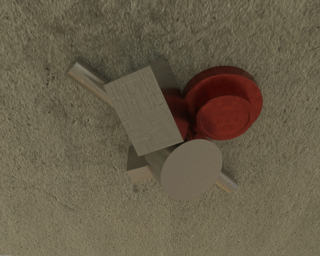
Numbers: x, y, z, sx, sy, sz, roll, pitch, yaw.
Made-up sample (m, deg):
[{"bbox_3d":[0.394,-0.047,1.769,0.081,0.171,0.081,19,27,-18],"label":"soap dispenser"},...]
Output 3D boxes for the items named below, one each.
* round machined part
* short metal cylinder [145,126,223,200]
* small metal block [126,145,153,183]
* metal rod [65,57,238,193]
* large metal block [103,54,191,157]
[{"bbox_3d":[0.076,-0.023,0.378,0.099,0.042,0.097,-1,130,0],"label":"round machined part"},{"bbox_3d":[0.028,0.040,0.378,0.081,0.050,0.079,-10,115,-21],"label":"short metal cylinder"},{"bbox_3d":[-0.017,0.043,0.430,0.050,0.050,0.025,-17,128,13],"label":"small metal block"},{"bbox_3d":[0.006,0.010,0.418,0.025,0.025,0.301,-37,122,27],"label":"metal rod"},{"bbox_3d":[-0.008,-0.028,0.335,0.050,0.080,0.080,-20,106,17],"label":"large metal block"}]
